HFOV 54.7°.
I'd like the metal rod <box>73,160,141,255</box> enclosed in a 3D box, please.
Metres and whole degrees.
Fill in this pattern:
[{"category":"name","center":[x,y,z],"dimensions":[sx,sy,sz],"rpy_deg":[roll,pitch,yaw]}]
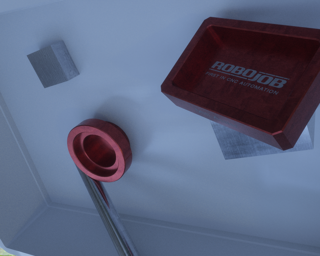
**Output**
[{"category":"metal rod","center":[-0.055,0.154,0.435],"dimensions":[0.300,0.025,0.025],"rpy_deg":[55,135,29]}]

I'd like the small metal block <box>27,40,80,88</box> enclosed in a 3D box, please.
[{"category":"small metal block","center":[-0.148,-0.088,0.430],"dimensions":[0.050,0.025,0.050],"rpy_deg":[-10,114,32]}]

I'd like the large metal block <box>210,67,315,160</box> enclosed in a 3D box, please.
[{"category":"large metal block","center":[0.104,-0.016,0.308],"dimensions":[0.080,0.080,0.050],"rpy_deg":[-12,113,33]}]

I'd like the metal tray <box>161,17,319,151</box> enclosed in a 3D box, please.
[{"category":"metal tray","center":[0.072,-0.046,0.269],"dimensions":[0.130,0.090,0.030],"rpy_deg":[28,172,44]}]

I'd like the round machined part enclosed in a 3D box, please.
[{"category":"round machined part","center":[-0.084,0.029,0.458],"dimensions":[0.098,0.042,0.097],"rpy_deg":[13,124,20]}]
